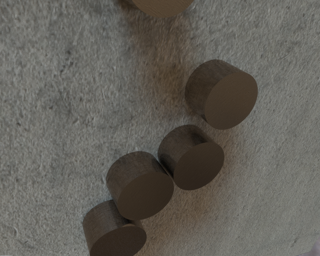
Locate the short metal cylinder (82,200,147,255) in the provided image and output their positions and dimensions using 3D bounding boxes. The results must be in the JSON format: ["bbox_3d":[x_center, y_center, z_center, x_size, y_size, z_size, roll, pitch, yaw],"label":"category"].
[{"bbox_3d":[-0.066,0.149,0.444,0.081,0.050,0.079,-14,129,-18],"label":"short metal cylinder"}]

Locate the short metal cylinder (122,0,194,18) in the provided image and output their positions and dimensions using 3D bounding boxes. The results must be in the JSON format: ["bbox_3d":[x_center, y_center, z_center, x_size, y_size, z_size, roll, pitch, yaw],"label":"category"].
[{"bbox_3d":[-0.005,-0.152,0.295,0.081,0.050,0.079,-14,125,-21],"label":"short metal cylinder"}]

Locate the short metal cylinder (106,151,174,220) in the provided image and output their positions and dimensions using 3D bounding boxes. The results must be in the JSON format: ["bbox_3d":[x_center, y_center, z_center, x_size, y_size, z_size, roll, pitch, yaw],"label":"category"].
[{"bbox_3d":[-0.028,0.079,0.426,0.081,0.050,0.079,-14,124,-21],"label":"short metal cylinder"}]

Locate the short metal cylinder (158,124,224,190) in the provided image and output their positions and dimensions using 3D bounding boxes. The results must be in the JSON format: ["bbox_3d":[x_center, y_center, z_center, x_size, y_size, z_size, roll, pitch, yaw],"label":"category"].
[{"bbox_3d":[0.044,0.042,0.442,0.081,0.050,0.079,-14,125,-21],"label":"short metal cylinder"}]

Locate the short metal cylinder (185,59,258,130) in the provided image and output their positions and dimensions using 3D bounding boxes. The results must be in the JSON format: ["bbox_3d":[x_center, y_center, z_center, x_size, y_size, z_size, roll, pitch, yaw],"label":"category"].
[{"bbox_3d":[0.080,-0.044,0.409,0.081,0.050,0.079,-14,125,-21],"label":"short metal cylinder"}]
